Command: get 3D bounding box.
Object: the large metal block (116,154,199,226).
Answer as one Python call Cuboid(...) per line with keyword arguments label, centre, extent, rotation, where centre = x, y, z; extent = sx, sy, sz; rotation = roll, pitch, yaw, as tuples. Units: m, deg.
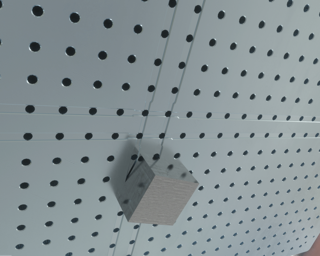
Cuboid(label="large metal block", centre=(-0.004, 0.092, 0.452), extent=(0.081, 0.050, 0.080), rotation=(18, 109, -36))
